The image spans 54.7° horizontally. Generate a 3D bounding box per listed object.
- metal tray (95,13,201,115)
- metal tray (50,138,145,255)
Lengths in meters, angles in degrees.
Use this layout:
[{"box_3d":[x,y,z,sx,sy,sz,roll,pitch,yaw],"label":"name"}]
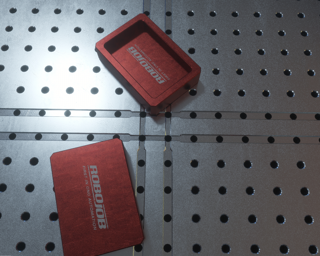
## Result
[{"box_3d":[-0.017,-0.093,0.442,0.090,0.030,0.130,-39,75,-13],"label":"metal tray"},{"box_3d":[-0.076,0.085,0.377,0.091,0.030,0.130,-13,71,-5],"label":"metal tray"}]
